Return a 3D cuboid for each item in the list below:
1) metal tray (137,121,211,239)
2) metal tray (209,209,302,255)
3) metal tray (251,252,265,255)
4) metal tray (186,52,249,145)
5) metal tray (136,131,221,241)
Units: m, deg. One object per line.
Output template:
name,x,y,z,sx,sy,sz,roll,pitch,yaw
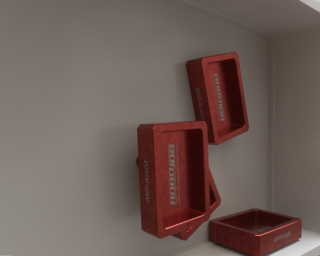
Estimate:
metal tray,0.019,0.058,0.381,0.091,0.030,0.129,-4,93,-40
metal tray,0.154,0.162,0.496,0.131,0.090,0.030,1,90,-40
metal tray,0.175,0.305,0.557,0.090,0.030,0.130,49,61,-29
metal tray,0.093,-0.047,0.483,0.091,0.030,0.129,-19,102,-39
metal tray,0.030,0.076,0.431,0.091,0.030,0.129,-35,112,-35
